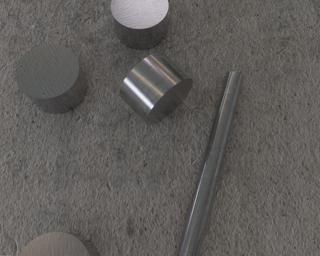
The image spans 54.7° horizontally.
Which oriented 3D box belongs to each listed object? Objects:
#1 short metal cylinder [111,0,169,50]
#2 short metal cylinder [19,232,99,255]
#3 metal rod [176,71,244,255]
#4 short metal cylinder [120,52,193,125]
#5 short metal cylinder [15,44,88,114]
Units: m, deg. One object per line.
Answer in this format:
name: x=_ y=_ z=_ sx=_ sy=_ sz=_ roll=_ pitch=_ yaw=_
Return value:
short metal cylinder: x=-0.028 y=-0.162 z=0.454 sx=0.081 sy=0.050 sz=0.080 roll=0 pitch=70 yaw=0
short metal cylinder: x=-0.109 y=0.156 z=0.337 sx=0.081 sy=0.050 sz=0.080 roll=0 pitch=70 yaw=0
metal rod: x=0.060 y=0.061 z=0.385 sx=0.025 sy=0.025 sz=0.299 roll=17 pitch=71 yaw=6
short metal cylinder: x=-0.004 y=-0.049 z=0.397 sx=0.080 sy=0.080 sz=0.050 roll=-41 pitch=75 yaw=-13
short metal cylinder: x=-0.143 y=-0.065 z=0.417 sx=0.081 sy=0.050 sz=0.080 roll=0 pitch=70 yaw=0
